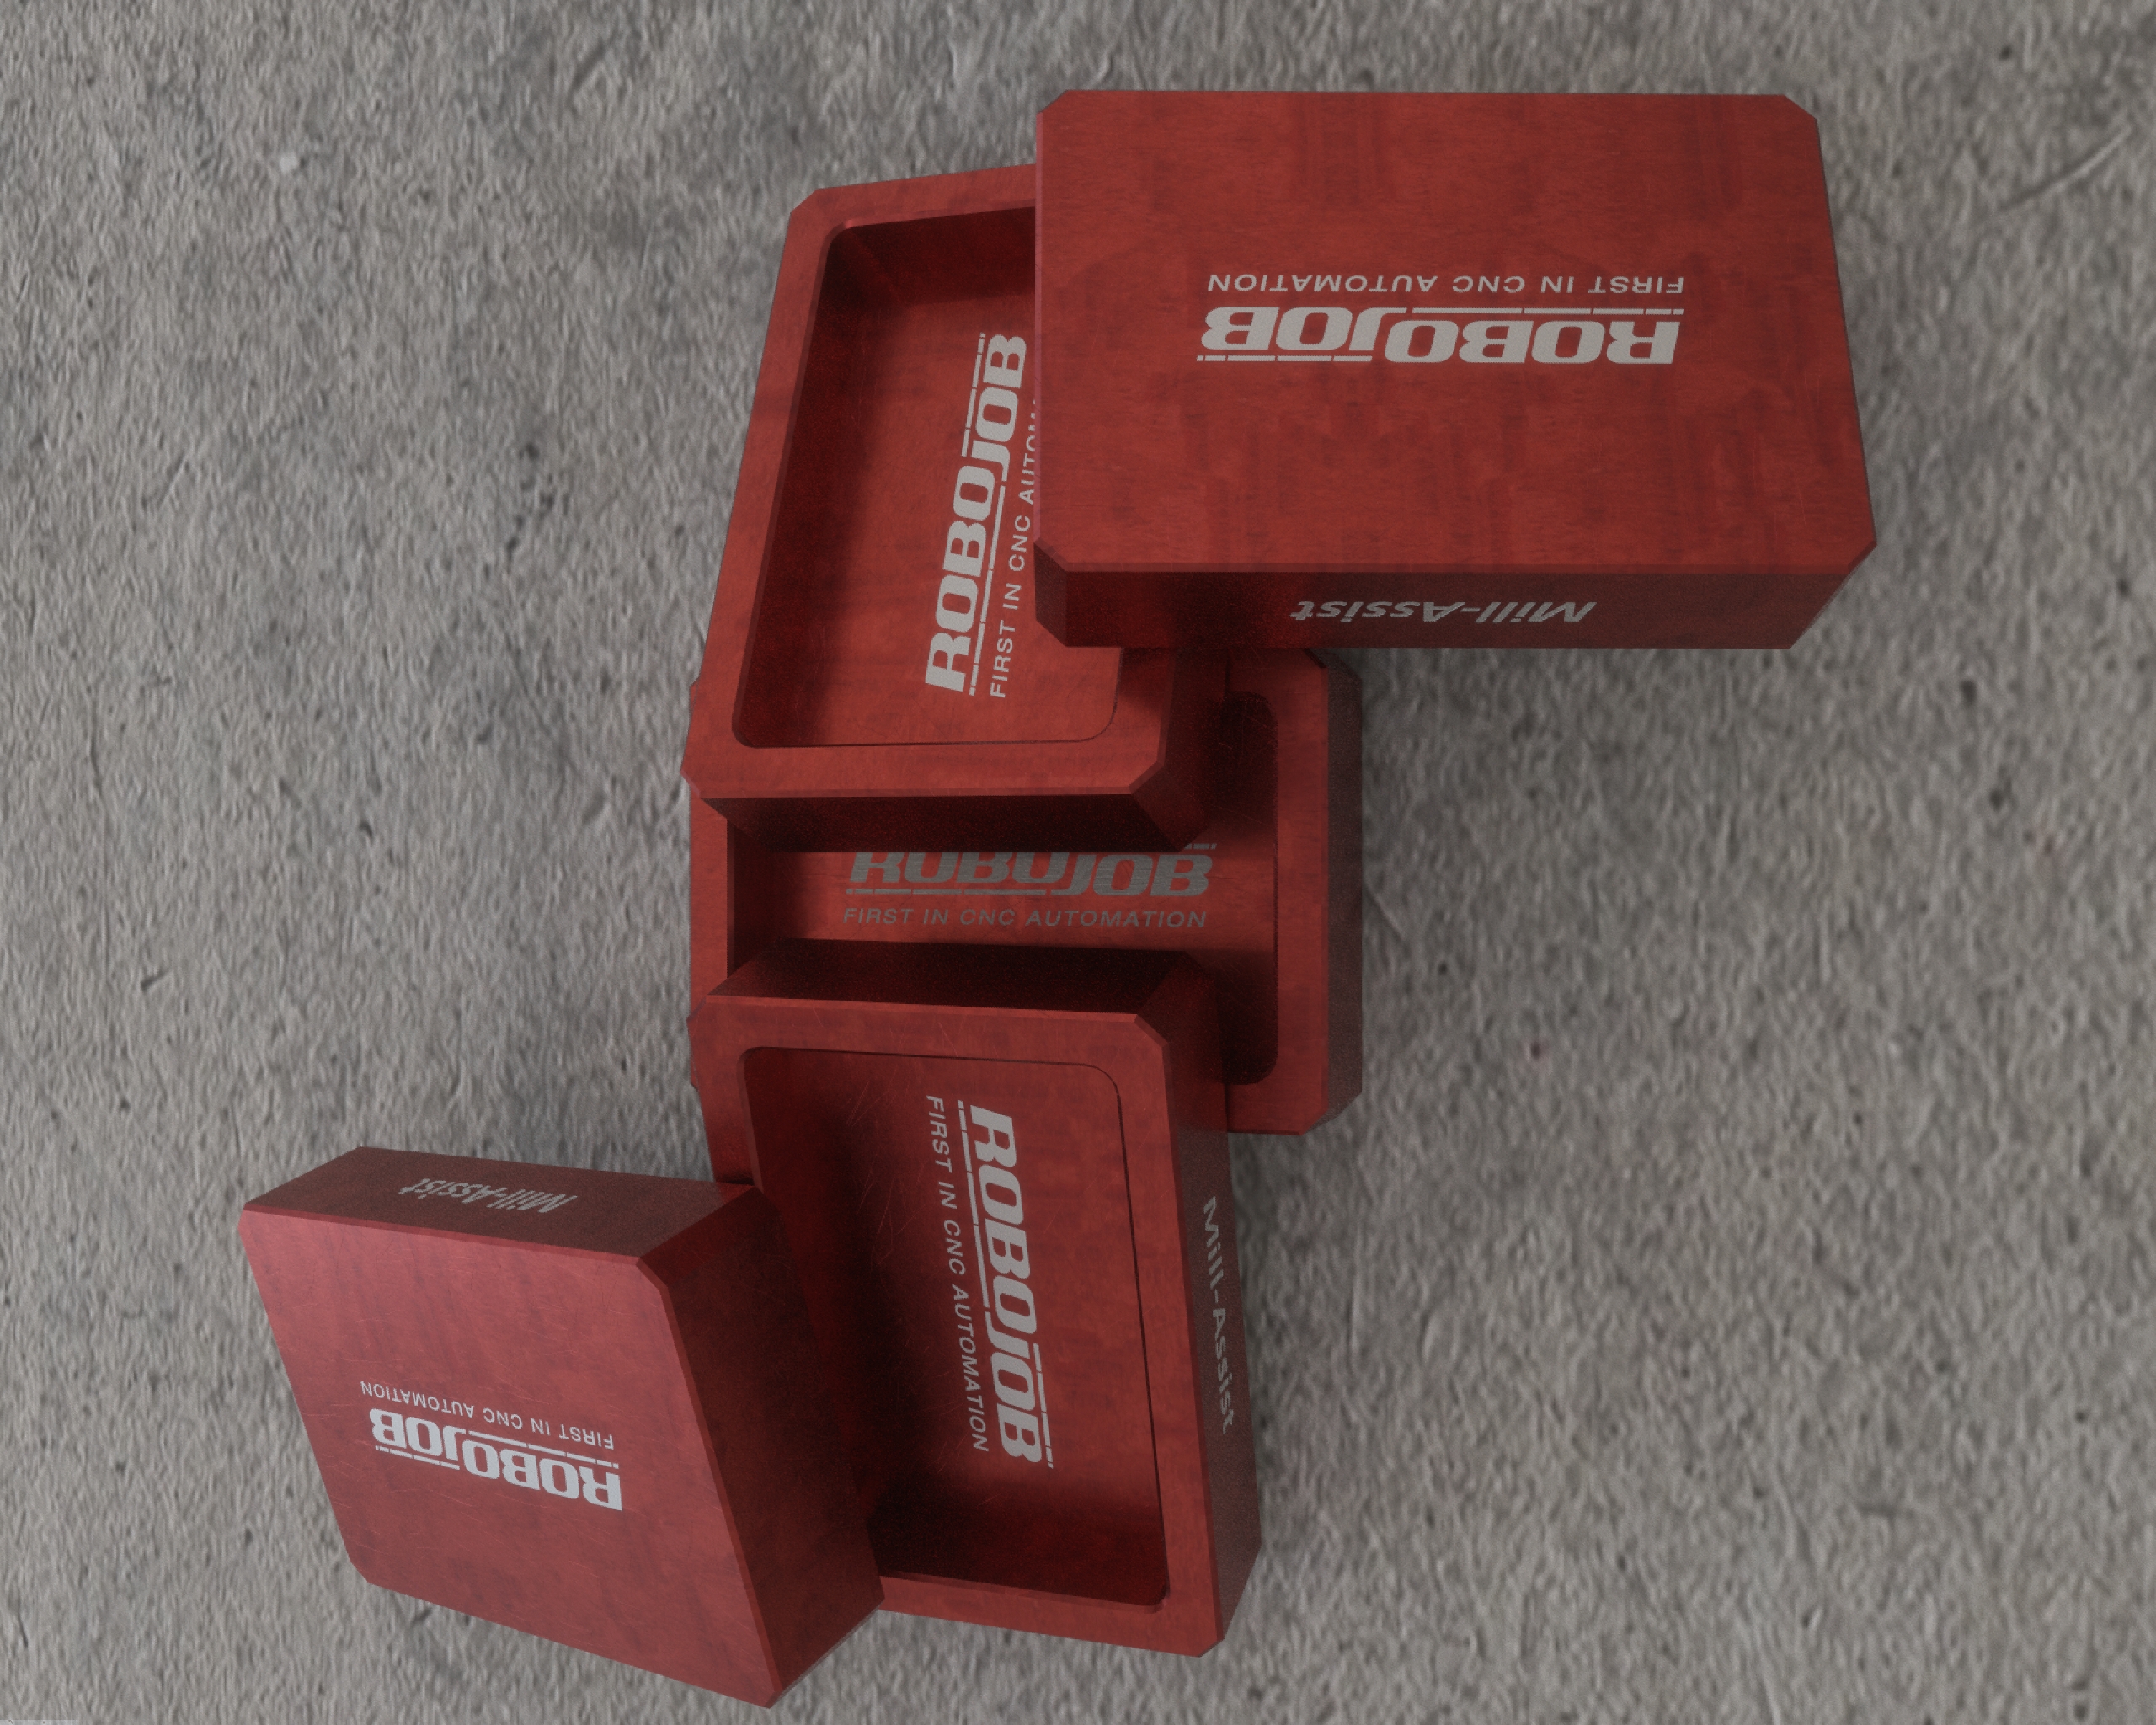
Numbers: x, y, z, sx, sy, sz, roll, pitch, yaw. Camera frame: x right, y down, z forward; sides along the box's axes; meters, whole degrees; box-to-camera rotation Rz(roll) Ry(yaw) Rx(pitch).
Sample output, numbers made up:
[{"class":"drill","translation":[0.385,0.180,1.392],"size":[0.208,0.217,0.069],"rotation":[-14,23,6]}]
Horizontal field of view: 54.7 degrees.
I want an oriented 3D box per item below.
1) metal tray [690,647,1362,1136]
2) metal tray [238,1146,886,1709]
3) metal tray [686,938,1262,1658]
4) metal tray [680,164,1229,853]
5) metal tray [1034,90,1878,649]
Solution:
[{"class":"metal tray","translation":[-0.012,0.004,0.410],"size":[0.130,0.030,0.089],"rotation":[0,90,20]},{"class":"metal tray","translation":[-0.104,0.106,0.410],"size":[0.130,0.030,0.089],"rotation":[-2,107,37]},{"class":"metal tray","translation":[-0.017,0.080,0.390],"size":[0.090,0.030,0.129],"rotation":[1,110,19]},{"class":"metal tray","translation":[-0.017,-0.067,0.389],"size":[0.090,0.030,0.130],"rotation":[0,70,20]},{"class":"metal tray","translation":[0.058,-0.082,0.349],"size":[0.131,0.030,0.090],"rotation":[0,71,-1]}]
